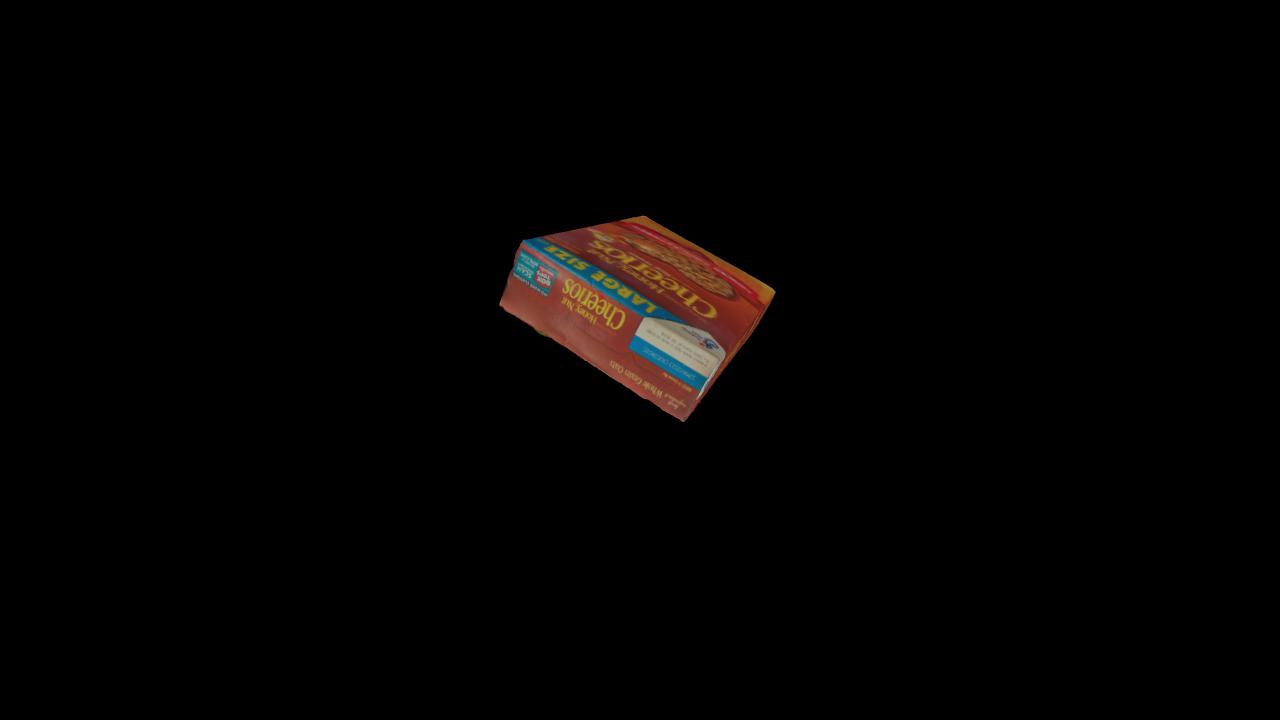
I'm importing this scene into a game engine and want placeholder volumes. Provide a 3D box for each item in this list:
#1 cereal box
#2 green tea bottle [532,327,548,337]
[{"bbox_3d":[0.020,-0.067,0.656,0.203,0.081,0.306,32,24,10],"label":"cereal box"},{"bbox_3d":[-0.064,-0.061,0.724,0.073,0.073,0.212,0,0,-32],"label":"green tea bottle"}]
